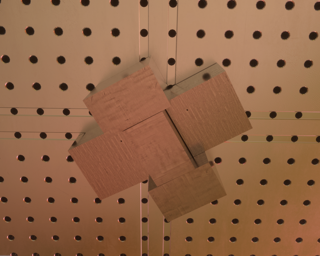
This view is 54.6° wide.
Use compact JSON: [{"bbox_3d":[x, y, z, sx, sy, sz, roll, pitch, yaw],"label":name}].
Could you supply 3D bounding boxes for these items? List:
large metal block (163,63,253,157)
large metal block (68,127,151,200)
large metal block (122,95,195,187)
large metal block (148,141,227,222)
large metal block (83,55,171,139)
[{"bbox_3d":[0.057,-0.023,0.391,0.080,0.050,0.080,-27,110,9],"label":"large metal block"},{"bbox_3d":[-0.060,0.037,0.414,0.080,0.050,0.080,-25,108,9],"label":"large metal block"},{"bbox_3d":[0.000,0.012,0.388,0.050,0.080,0.080,-27,108,10],"label":"large metal block"},{"bbox_3d":[0.033,0.065,0.408,0.080,0.080,0.050,-27,108,9],"label":"large metal block"},{"bbox_3d":[-0.035,-0.040,0.368,0.080,0.080,0.050,-27,108,9],"label":"large metal block"}]
